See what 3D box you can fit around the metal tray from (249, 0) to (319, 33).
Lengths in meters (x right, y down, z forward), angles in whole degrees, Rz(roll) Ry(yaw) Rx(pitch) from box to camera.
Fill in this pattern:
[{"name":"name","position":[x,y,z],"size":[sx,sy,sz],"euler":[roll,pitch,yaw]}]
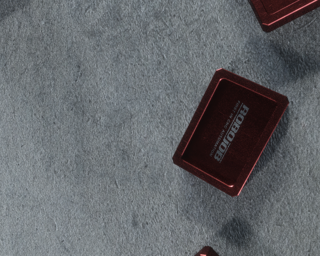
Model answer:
[{"name":"metal tray","position":[0.136,-0.190,0.357],"size":[0.090,0.030,0.129],"euler":[-25,82,18]}]

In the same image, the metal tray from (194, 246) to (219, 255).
[{"name":"metal tray","position":[0.045,0.227,0.390],"size":[0.090,0.030,0.130],"euler":[46,104,14]}]

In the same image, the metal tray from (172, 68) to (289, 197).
[{"name":"metal tray","position":[0.084,0.005,0.376],"size":[0.090,0.030,0.129],"euler":[29,99,17]}]
